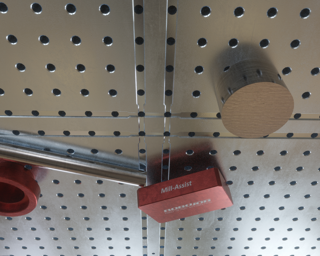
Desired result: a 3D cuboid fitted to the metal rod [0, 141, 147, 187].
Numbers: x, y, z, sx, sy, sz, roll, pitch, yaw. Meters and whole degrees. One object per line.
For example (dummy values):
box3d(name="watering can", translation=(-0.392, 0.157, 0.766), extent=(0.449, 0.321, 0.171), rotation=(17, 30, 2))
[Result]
box3d(name="metal rod", translation=(-0.168, 0.045, 0.447), extent=(0.302, 0.025, 0.025), rotation=(13, 129, -12))

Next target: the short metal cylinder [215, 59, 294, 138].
box3d(name="short metal cylinder", translation=(0.110, -0.034, 0.368), extent=(0.081, 0.050, 0.079), rotation=(0, 130, 0))

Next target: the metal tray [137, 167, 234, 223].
box3d(name="metal tray", translation=(0.041, 0.110, 0.489), extent=(0.130, 0.030, 0.090), rotation=(-18, 142, 14))

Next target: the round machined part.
box3d(name="round machined part", translation=(-0.233, 0.090, 0.474), extent=(0.099, 0.042, 0.097), rotation=(-1, 130, 0))
